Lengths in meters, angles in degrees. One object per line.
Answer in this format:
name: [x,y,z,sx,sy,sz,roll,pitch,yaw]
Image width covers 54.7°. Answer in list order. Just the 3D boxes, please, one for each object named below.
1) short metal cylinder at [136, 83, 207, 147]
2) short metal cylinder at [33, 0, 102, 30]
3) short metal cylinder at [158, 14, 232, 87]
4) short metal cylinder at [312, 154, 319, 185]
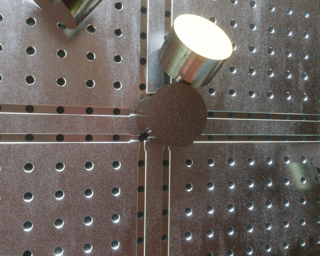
short metal cylinder: [0.014,-0.016,0.406,0.081,0.050,0.079,0,90,-20]
short metal cylinder: [-0.109,-0.158,0.343,0.080,0.080,0.050,41,77,-16]
short metal cylinder: [0.044,-0.099,0.397,0.081,0.050,0.080,14,51,-17]
short metal cylinder: [0.294,0.069,0.495,0.081,0.080,0.050,-25,99,-19]
